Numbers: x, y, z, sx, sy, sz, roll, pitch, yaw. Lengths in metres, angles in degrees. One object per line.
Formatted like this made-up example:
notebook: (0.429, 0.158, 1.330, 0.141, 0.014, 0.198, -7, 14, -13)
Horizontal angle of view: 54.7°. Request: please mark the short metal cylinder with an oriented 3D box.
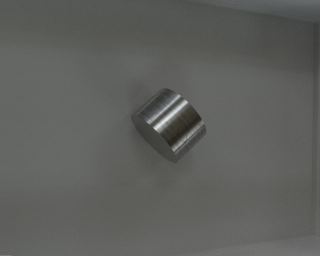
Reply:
short metal cylinder: (0.010, -0.003, 0.383, 0.050, 0.080, 0.080, -43, 104, -15)
